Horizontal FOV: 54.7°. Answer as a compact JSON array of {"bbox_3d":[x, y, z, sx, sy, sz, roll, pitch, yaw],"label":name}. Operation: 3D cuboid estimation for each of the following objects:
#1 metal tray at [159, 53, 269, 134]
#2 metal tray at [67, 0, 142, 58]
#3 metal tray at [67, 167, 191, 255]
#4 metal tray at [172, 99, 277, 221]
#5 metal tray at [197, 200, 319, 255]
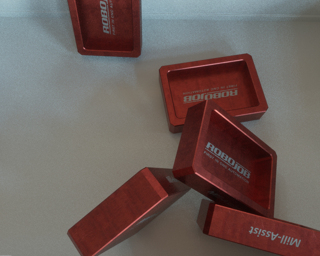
[{"bbox_3d":[0.070,-0.048,0.425,0.131,0.030,0.090,-9,70,-4],"label":"metal tray"},{"bbox_3d":[-0.071,-0.157,0.410,0.091,0.129,0.030,3,47,0],"label":"metal tray"},{"bbox_3d":[-0.021,0.080,0.313,0.090,0.130,0.030,-40,74,6],"label":"metal tray"},{"bbox_3d":[0.079,0.039,0.346,0.130,0.030,0.090,34,54,-26],"label":"metal tray"},{"bbox_3d":[0.109,0.110,0.334,0.131,0.090,0.030,14,81,5],"label":"metal tray"}]
